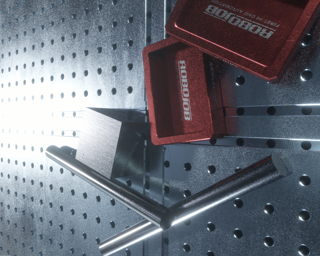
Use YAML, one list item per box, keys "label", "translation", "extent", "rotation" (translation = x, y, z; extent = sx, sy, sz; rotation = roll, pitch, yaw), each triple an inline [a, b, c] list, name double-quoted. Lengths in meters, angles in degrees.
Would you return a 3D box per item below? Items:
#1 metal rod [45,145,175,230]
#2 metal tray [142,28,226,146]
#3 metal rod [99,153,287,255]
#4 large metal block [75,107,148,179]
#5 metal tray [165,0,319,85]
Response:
- label: "metal rod"
  translation: [-0.095, 0.076, 0.468]
  extent: [0.300, 0.025, 0.025]
  rotation: [17, 101, 43]
- label: "metal tray"
  translation: [0.027, -0.047, 0.382]
  extent: [0.090, 0.030, 0.129]
  rotation: [-10, 84, 39]
- label: "metal rod"
  translation: [0.019, 0.110, 0.392]
  extent: [0.299, 0.025, 0.025]
  rotation: [-36, 68, 33]
- label: "large metal block"
  translation: [-0.072, 0.019, 0.450]
  extent: [0.080, 0.050, 0.079]
  rotation: [21, 103, 37]
- label: "metal tray"
  translation: [0.080, -0.112, 0.313]
  extent: [0.130, 0.030, 0.090]
  rotation: [32, 101, 23]
